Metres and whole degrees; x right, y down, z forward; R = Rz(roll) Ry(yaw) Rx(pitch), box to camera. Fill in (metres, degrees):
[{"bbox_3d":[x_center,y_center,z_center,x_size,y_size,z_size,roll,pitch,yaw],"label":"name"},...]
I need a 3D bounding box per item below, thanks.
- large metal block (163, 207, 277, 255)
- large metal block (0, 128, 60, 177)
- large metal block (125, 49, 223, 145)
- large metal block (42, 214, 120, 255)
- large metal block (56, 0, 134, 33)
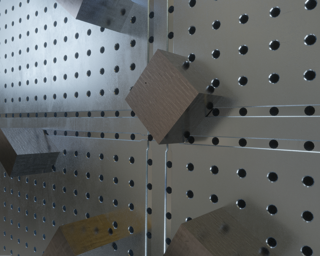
[{"bbox_3d":[0.063,0.136,0.322,0.080,0.081,0.050,39,114,33],"label":"large metal block"},{"bbox_3d":[-0.251,0.043,0.583,0.080,0.081,0.050,42,116,32],"label":"large metal block"},{"bbox_3d":[0.014,-0.037,0.382,0.080,0.050,0.080,52,120,27],"label":"large metal block"},{"bbox_3d":[-0.123,0.186,0.477,0.050,0.081,0.080,49,119,29],"label":"large metal block"},{"bbox_3d":[-0.100,-0.191,0.458,0.080,0.081,0.050,46,117,30],"label":"large metal block"}]
